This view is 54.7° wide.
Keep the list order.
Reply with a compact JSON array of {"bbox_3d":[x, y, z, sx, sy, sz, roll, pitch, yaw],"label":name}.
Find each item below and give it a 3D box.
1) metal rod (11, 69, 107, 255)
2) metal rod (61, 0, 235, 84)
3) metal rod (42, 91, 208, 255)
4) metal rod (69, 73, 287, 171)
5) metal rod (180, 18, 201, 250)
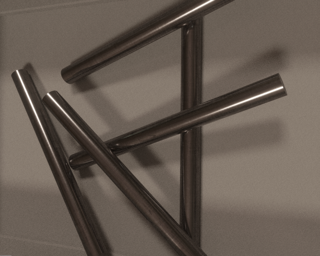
[{"bbox_3d":[-0.151,0.042,0.448,0.025,0.025,0.299,-33,75,17],"label":"metal rod"},{"bbox_3d":[-0.010,-0.123,0.392,0.300,0.025,0.025,-20,84,26],"label":"metal rod"},{"bbox_3d":[-0.046,0.065,0.391,0.300,0.025,0.025,46,104,10],"label":"metal rod"},{"bbox_3d":[0.001,0.003,0.386,0.300,0.025,0.025,-21,83,27],"label":"metal rod"},{"bbox_3d":[0.039,0.010,0.396,0.025,0.025,0.298,1,90,19],"label":"metal rod"}]
